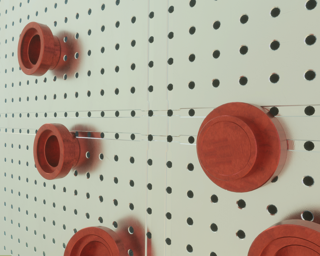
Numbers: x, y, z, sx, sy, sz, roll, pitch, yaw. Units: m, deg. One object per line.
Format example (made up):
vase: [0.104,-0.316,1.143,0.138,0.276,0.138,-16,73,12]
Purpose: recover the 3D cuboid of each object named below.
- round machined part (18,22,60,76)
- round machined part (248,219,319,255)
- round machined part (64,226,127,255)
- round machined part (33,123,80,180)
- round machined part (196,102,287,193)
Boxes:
round machined part: [-0.226,-0.147,0.587,0.098,0.042,0.097,0,90,40]
round machined part: [0.135,0.134,0.287,0.098,0.042,0.097,0,90,40]
round machined part: [-0.091,0.197,0.462,0.098,0.042,0.098,-6,75,22]
round machined part: [-0.180,0.040,0.549,0.098,0.042,0.097,0,90,40]
round machined part: [0.080,0.021,0.333,0.098,0.042,0.097,0,90,40]
